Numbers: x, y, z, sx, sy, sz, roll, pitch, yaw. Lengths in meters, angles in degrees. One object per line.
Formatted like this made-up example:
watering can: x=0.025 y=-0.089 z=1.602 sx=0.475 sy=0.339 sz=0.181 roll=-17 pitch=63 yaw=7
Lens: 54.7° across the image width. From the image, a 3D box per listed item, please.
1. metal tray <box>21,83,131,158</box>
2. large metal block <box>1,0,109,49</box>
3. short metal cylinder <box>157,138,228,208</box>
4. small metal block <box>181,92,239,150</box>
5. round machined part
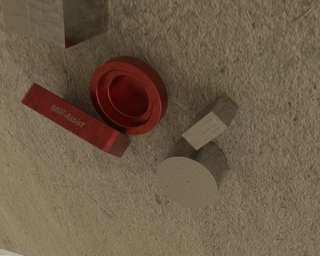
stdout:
metal tray: x=-0.108 y=-0.007 z=0.420 sx=0.130 sy=0.090 sz=0.030 roll=29 pitch=84 yaw=9
large metal block: x=-0.115 y=-0.134 z=0.349 sx=0.080 sy=0.080 sz=0.050 roll=20 pitch=126 yaw=16
short metal cylinder: x=0.043 y=0.057 z=0.403 sx=0.080 sy=0.050 sz=0.079 roll=13 pitch=124 yaw=21
small metal block: x=0.058 y=-0.008 z=0.355 sx=0.025 sy=0.050 sz=0.050 roll=46 pitch=129 yaw=-4
round machined part: x=-0.035 y=-0.043 z=0.388 sx=0.098 sy=0.042 sz=0.097 roll=13 pitch=124 yaw=20
